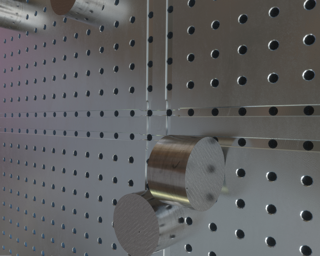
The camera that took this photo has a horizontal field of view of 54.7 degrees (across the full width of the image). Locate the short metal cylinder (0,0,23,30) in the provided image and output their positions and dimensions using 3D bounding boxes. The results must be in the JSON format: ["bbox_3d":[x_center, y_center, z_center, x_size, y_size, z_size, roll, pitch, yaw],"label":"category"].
[{"bbox_3d":[-0.346,-0.261,0.679,0.080,0.050,0.079,0,90,40],"label":"short metal cylinder"}]

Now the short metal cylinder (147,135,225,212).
[{"bbox_3d":[0.031,0.048,0.348,0.050,0.081,0.079,2,92,40],"label":"short metal cylinder"}]

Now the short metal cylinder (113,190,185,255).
[{"bbox_3d":[-0.015,0.122,0.406,0.080,0.050,0.079,0,90,40],"label":"short metal cylinder"}]

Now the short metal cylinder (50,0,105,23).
[{"bbox_3d":[-0.134,-0.217,0.504,0.080,0.050,0.079,0,90,40],"label":"short metal cylinder"}]
